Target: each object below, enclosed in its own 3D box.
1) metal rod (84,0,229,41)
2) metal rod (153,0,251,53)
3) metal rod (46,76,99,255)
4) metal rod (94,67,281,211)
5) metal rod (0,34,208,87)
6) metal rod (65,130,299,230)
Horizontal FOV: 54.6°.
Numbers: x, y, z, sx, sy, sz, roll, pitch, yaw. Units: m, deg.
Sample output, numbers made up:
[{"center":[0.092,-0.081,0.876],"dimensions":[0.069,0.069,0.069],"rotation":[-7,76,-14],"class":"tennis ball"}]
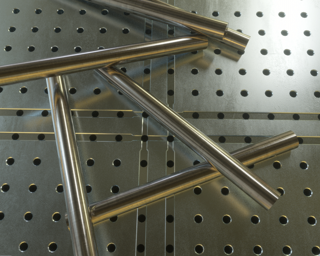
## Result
[{"center":[-0.046,-0.185,0.465],"dimensions":[0.301,0.025,0.025],"rotation":[20,71,13],"class":"metal rod"},{"center":[-0.006,-0.186,0.479],"dimensions":[0.301,0.025,0.025],"rotation":[25,72,9],"class":"metal rod"},{"center":[-0.108,0.045,0.375],"dimensions":[0.025,0.025,0.299],"rotation":[-16,64,-6],"class":"metal rod"},{"center":[0.018,-0.006,0.396],"dimensions":[0.300,0.025,0.025],"rotation":[39,75,20],"class":"metal rod"},{"center":[-0.075,-0.094,0.415],"dimensions":[0.302,0.025,0.025],"rotation":[-14,70,-17],"class":"metal rod"},{"center":[0.033,0.064,0.388],"dimensions":[0.302,0.025,0.025],"rotation":[-19,71,-7],"class":"metal rod"}]
